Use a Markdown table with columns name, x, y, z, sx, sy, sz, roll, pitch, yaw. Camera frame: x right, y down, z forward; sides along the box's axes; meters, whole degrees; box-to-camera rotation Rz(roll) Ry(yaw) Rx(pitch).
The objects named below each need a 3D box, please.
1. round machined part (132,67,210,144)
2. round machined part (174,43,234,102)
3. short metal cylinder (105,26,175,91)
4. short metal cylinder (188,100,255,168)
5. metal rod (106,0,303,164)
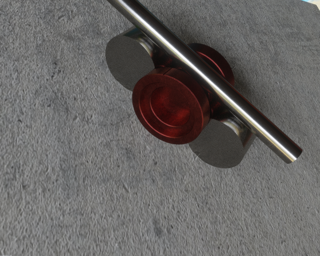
| name | x | y | z | sx | sy | sz | roll | pitch | yaw |
| --- | --- | --- | --- | --- | --- | --- | --- | --- | --- |
| round machined part | 0.017 | -0.031 | 0.387 | 0.098 | 0.097 | 0.042 | 43 | 47 | 1 |
| round machined part | 0.047 | -0.062 | 0.424 | 0.098 | 0.098 | 0.042 | 43 | 55 | 1 |
| short metal cylinder | -0.025 | -0.094 | 0.415 | 0.080 | 0.080 | 0.050 | 43 | 51 | 1 |
| short metal cylinder | 0.082 | 0.007 | 0.412 | 0.080 | 0.080 | 0.050 | 43 | 51 | 1 |
| metal rod | 0.050 | -0.067 | 0.373 | 0.300 | 0.025 | 0.025 | 42 | 51 | 0 |
